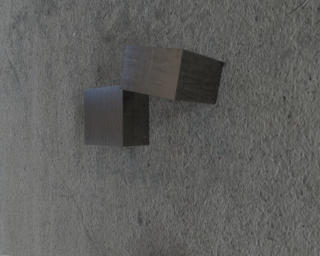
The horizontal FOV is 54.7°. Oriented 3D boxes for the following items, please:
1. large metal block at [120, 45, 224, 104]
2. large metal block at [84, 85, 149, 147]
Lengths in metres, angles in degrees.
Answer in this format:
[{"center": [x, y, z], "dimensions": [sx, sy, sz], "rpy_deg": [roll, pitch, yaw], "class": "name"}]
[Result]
[{"center": [0.014, -0.061, 0.358], "dimensions": [0.080, 0.081, 0.050], "rpy_deg": [16, 100, 39], "class": "large metal block"}, {"center": [-0.062, -0.016, 0.440], "dimensions": [0.080, 0.050, 0.080], "rpy_deg": [0, 90, 40], "class": "large metal block"}]
